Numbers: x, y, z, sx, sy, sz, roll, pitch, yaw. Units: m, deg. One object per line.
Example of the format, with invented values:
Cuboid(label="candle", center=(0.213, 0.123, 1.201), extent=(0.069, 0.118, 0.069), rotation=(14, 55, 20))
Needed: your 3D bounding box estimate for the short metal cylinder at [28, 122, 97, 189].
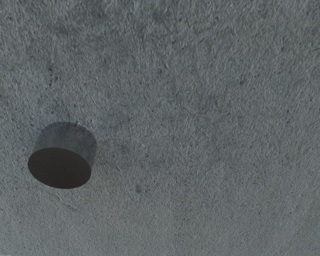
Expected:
Cuboid(label="short metal cylinder", center=(-0.130, 0.038, 0.422), extent=(0.080, 0.050, 0.080), rotation=(0, 130, 0))
